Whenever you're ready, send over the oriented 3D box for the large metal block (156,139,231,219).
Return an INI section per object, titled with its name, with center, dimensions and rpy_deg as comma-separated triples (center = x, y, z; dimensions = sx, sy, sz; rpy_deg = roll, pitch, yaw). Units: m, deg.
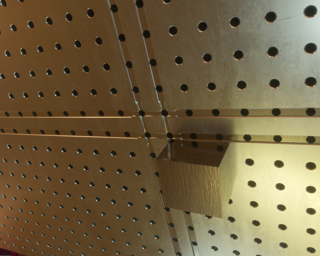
[large metal block]
center = 0.047, 0.065, 0.409
dimensions = 0.080, 0.050, 0.079
rpy_deg = 5, 121, 25
